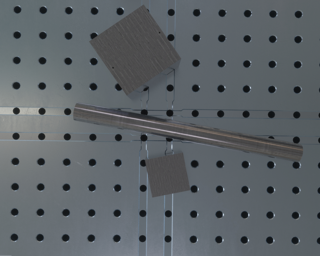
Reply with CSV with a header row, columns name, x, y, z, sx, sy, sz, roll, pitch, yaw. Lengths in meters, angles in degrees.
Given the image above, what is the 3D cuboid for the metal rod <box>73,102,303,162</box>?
name,x,y,z,sx,sy,sz,roll,pitch,yaw
metal rod,0.037,0.006,0.413,0.302,0.025,0.025,11,90,0

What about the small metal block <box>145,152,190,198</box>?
name,x,y,z,sx,sy,sz,roll,pitch,yaw
small metal block,0.010,0.061,0.413,0.050,0.025,0.050,-11,90,0

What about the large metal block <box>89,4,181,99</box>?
name,x,y,z,sx,sy,sz,roll,pitch,yaw
large metal block,-0.030,-0.095,0.400,0.080,0.050,0.080,-35,90,0
